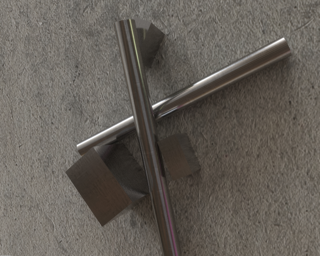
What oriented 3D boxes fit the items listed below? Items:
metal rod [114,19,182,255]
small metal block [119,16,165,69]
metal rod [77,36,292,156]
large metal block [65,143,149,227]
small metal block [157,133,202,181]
[{"bbox_3d":[-0.013,0.022,0.381,0.025,0.025,0.298,-8,99,19],"label":"metal rod"},{"bbox_3d":[-0.022,-0.109,0.403,0.025,0.050,0.050,26,98,18],"label":"small metal block"},{"bbox_3d":[0.017,-0.031,0.402,0.300,0.025,0.025,-26,82,17],"label":"metal rod"},{"bbox_3d":[-0.060,0.068,0.400,0.050,0.080,0.080,-41,77,15],"label":"large metal block"},{"bbox_3d":[0.025,0.034,0.386,0.025,0.050,0.050,-25,82,18],"label":"small metal block"}]
